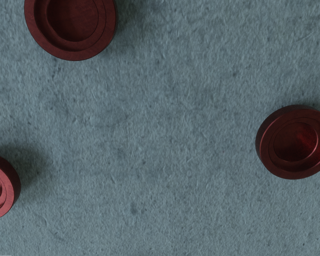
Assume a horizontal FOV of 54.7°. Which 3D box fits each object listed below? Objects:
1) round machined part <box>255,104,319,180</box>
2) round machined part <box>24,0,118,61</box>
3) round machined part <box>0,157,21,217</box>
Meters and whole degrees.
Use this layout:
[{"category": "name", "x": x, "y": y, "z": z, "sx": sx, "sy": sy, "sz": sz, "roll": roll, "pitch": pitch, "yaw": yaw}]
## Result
[{"category": "round machined part", "x": 0.175, "y": 0.015, "z": 0.409, "sx": 0.099, "sy": 0.042, "sz": 0.097, "roll": 0, "pitch": 110, "yaw": -1}, {"category": "round machined part", "x": -0.096, "y": -0.128, "z": 0.352, "sx": 0.099, "sy": 0.042, "sz": 0.097, "roll": 0, "pitch": 110, "yaw": -1}, {"category": "round machined part", "x": -0.240, "y": 0.075, "z": 0.425, "sx": 0.099, "sy": 0.042, "sz": 0.097, "roll": 0, "pitch": 110, "yaw": -1}]
